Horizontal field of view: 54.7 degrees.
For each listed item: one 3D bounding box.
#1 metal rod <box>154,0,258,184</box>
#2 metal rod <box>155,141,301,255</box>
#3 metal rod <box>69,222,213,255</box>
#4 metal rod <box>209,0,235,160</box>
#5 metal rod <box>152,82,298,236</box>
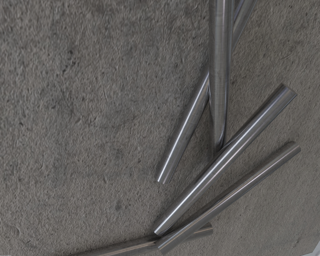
[{"bbox_3d":[0.060,-0.054,0.405,0.025,0.025,0.298,11,113,-33],"label":"metal rod"},{"bbox_3d":[0.122,0.114,0.529,0.301,0.025,0.025,-33,129,-12],"label":"metal rod"},{"bbox_3d":[-0.045,0.196,0.503,0.303,0.025,0.025,-5,121,-26],"label":"metal rod"},{"bbox_3d":[0.074,-0.041,0.387,0.025,0.025,0.298,-24,138,-14],"label":"metal rod"},{"bbox_3d":[0.080,0.059,0.448,0.025,0.025,0.298,18,120,-36],"label":"metal rod"}]
